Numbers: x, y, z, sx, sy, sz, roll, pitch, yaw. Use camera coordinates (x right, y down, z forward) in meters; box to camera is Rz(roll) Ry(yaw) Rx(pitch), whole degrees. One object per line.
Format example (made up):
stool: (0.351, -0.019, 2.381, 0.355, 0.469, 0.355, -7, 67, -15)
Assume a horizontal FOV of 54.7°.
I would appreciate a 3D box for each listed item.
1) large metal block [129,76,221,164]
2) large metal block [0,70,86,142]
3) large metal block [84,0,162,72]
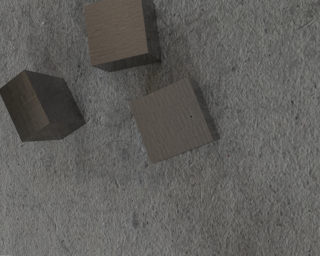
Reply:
large metal block: (0.020, -0.008, 0.389, 0.080, 0.050, 0.080, -23, 83, 18)
large metal block: (-0.163, -0.029, 0.437, 0.050, 0.080, 0.080, -32, 80, 17)
large metal block: (-0.048, -0.125, 0.413, 0.080, 0.050, 0.080, -8, 87, 19)
